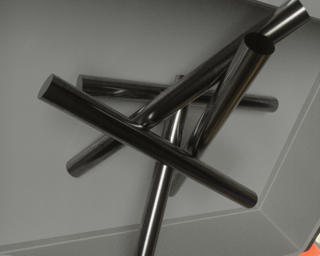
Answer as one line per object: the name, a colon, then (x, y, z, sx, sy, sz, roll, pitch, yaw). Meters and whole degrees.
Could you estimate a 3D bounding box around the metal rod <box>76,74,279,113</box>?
metal rod: (0.044, -0.041, 0.409, 0.303, 0.025, 0.025, 2, 118, -30)

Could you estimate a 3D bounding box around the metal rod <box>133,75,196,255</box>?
metal rod: (-0.004, 0.085, 0.370, 0.025, 0.025, 0.298, 13, 91, -34)

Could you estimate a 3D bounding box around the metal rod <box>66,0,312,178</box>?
metal rod: (0.006, -0.024, 0.321, 0.299, 0.025, 0.025, -34, 134, 26)

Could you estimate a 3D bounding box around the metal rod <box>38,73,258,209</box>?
metal rod: (0.013, 0.031, 0.340, 0.301, 0.025, 0.025, 31, 101, -32)

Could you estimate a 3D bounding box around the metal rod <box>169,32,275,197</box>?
metal rod: (0.046, 0.015, 0.359, 0.025, 0.025, 0.298, -13, 152, -21)
